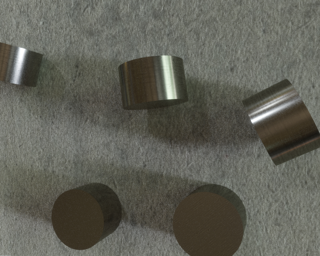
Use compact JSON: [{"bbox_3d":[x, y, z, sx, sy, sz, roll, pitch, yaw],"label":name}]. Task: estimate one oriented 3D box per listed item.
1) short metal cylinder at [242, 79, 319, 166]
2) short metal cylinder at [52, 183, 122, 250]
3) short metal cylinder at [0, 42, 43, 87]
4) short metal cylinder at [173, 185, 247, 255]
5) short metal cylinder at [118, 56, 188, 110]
[{"bbox_3d":[0.130,-0.006,0.334,0.050,0.080,0.080,-28,81,18],"label":"short metal cylinder"},{"bbox_3d":[-0.101,0.120,0.430,0.080,0.050,0.079,0,90,19],"label":"short metal cylinder"},{"bbox_3d":[-0.219,-0.094,0.455,0.080,0.080,0.050,16,96,19],"label":"short metal cylinder"},{"bbox_3d":[0.061,0.112,0.374,0.080,0.050,0.079,0,90,19],"label":"short metal cylinder"},{"bbox_3d":[-0.008,-0.053,0.382,0.080,0.080,0.050,-8,88,19],"label":"short metal cylinder"}]
